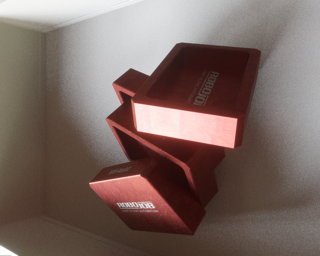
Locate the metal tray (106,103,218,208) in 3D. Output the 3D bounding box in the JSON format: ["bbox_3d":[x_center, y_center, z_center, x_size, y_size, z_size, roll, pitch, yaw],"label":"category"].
[{"bbox_3d":[0.002,0.031,0.360,0.130,0.090,0.030,28,62,37],"label":"metal tray"}]

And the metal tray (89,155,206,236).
[{"bbox_3d":[-0.020,0.083,0.370,0.090,0.030,0.130,51,143,-15],"label":"metal tray"}]

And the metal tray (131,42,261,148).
[{"bbox_3d":[0.040,-0.039,0.290,0.090,0.130,0.030,10,128,17],"label":"metal tray"}]

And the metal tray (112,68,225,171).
[{"bbox_3d":[0.009,-0.009,0.358,0.130,0.090,0.030,29,63,36],"label":"metal tray"}]
